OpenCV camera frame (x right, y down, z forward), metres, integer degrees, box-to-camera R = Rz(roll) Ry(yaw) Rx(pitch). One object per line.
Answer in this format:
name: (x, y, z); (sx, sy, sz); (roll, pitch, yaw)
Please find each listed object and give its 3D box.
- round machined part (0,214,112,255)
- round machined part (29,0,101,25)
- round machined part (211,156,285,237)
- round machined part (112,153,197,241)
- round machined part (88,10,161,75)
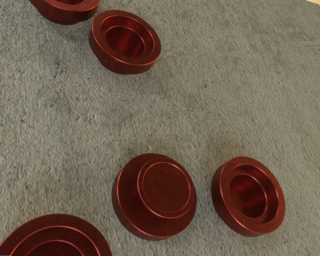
round machined part: (-0.093, 0.128, 0.265); (0.099, 0.042, 0.098); (14, 56, -21)
round machined part: (-0.136, -0.183, 0.432); (0.099, 0.042, 0.098); (14, 56, -21)
round machined part: (0.106, 0.089, 0.396); (0.099, 0.042, 0.098); (14, 56, -21)
round machined part: (-0.001, 0.072, 0.348); (0.099, 0.042, 0.098); (14, 56, -21)
round machined part: (-0.052, -0.114, 0.435); (0.099, 0.042, 0.098); (14, 56, -21)
